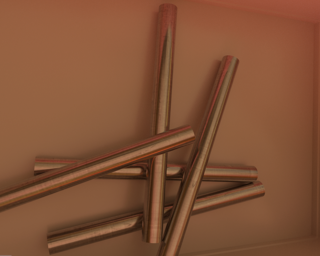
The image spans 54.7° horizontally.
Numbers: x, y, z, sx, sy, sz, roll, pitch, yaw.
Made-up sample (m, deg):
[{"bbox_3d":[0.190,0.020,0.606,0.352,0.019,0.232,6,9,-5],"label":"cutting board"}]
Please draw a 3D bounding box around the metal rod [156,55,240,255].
[{"bbox_3d":[0.053,0.037,0.409,0.025,0.025,0.299,26,73,-19],"label":"metal rod"}]

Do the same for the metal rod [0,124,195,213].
[{"bbox_3d":[-0.101,0.054,0.345,0.302,0.025,0.025,-19,97,-14],"label":"metal rod"}]

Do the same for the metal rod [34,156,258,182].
[{"bbox_3d":[-0.003,0.057,0.409,0.302,0.025,0.025,5,89,-20],"label":"metal rod"}]

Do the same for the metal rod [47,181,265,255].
[{"bbox_3d":[0.010,0.114,0.414,0.303,0.025,0.025,-9,93,-20],"label":"metal rod"}]

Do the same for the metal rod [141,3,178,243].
[{"bbox_3d":[0.000,-0.012,0.392,0.025,0.025,0.298,7,81,-20],"label":"metal rod"}]
